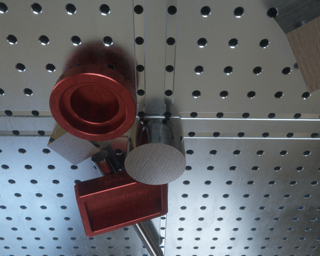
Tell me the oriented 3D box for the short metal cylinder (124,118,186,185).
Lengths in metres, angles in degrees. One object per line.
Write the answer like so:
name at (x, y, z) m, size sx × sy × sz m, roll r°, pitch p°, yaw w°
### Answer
short metal cylinder at (-0.006, 0.033, 0.423) m, size 0.081 × 0.050 × 0.079 m, roll 0°, pitch 130°, yaw 0°

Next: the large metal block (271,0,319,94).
large metal block at (0.173, -0.095, 0.317) m, size 0.080 × 0.050 × 0.080 m, roll -26°, pitch 126°, yaw 20°

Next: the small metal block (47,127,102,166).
small metal block at (-0.116, 0.019, 0.426) m, size 0.050 × 0.025 × 0.050 m, roll -30°, pitch 124°, yaw 23°

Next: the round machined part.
round machined part at (-0.077, -0.034, 0.371) m, size 0.099 × 0.042 × 0.097 m, roll -1°, pitch 130°, yaw 0°

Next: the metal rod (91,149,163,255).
metal rod at (-0.046, 0.149, 0.537) m, size 0.025 × 0.025 × 0.299 m, roll -12°, pitch 129°, yaw 10°

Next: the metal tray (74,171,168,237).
metal tray at (-0.055, 0.109, 0.469) m, size 0.131 × 0.030 × 0.089 m, roll -12°, pitch 127°, yaw -15°
